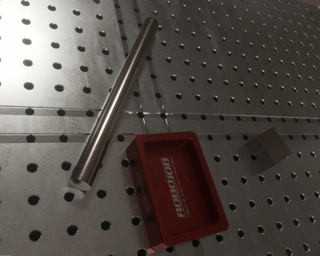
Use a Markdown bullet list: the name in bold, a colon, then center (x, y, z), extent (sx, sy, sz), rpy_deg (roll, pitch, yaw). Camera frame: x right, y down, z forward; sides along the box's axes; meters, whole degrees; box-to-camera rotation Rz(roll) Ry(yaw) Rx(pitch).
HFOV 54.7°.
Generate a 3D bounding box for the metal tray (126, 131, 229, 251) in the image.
- **metal tray**: center (0.020, 0.070, 0.374), extent (0.091, 0.030, 0.130), rpy_deg (-3, 63, -30)

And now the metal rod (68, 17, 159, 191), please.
- **metal rod**: center (-0.049, -0.055, 0.416), extent (0.025, 0.025, 0.300), rpy_deg (27, 52, -12)

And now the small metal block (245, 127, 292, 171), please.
- **small metal block**: center (0.169, 0.032, 0.482), extent (0.050, 0.025, 0.050), rpy_deg (-22, 74, -36)
